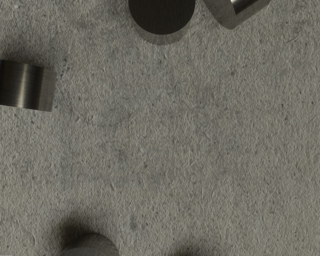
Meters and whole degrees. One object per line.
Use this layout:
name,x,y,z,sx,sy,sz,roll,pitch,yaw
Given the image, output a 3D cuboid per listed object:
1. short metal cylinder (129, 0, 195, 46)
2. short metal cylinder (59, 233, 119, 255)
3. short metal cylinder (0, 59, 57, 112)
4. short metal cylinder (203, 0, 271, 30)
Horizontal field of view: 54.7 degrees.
short metal cylinder,0.002,-0.152,0.397,0.081,0.050,0.080,0,90,0
short metal cylinder,-0.094,0.183,0.397,0.081,0.050,0.080,0,90,0
short metal cylinder,-0.172,-0.050,0.381,0.080,0.080,0.050,8,90,0
short metal cylinder,0.090,-0.171,0.383,0.050,0.080,0.080,-35,90,0
